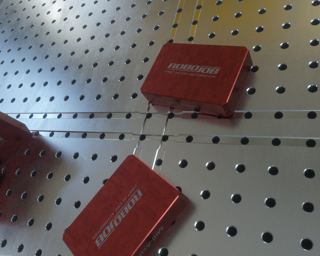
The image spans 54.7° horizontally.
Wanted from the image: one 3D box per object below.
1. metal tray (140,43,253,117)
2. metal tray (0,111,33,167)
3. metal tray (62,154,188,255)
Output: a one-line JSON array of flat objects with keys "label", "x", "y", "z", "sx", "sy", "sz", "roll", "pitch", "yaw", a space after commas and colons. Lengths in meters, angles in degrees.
[{"label": "metal tray", "x": 0.048, "y": -0.070, "z": 0.422, "sx": 0.130, "sy": 0.030, "sz": 0.090, "roll": 13, "pitch": 68, "yaw": 33}, {"label": "metal tray", "x": -0.282, "y": 0.033, "z": 0.487, "sx": 0.130, "sy": 0.090, "sz": 0.030, "roll": -44, "pitch": 63, "yaw": -3}, {"label": "metal tray", "x": -0.042, "y": 0.106, "z": 0.361, "sx": 0.090, "sy": 0.030, "sz": 0.130, "roll": 33, "pitch": 80, "yaw": 38}]
